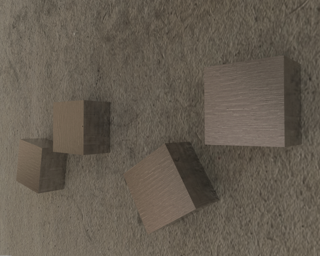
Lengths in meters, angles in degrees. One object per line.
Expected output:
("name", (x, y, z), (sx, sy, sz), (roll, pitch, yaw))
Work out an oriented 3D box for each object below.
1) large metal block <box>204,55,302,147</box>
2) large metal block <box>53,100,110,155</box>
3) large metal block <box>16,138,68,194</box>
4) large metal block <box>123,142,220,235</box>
("large metal block", (0.093, -0.023, 0.312), (0.080, 0.050, 0.080), (-1, 90, 40))
("large metal block", (-0.125, -0.001, 0.492), (0.080, 0.050, 0.079), (1, 91, 40))
("large metal block", (-0.217, 0.066, 0.568), (0.080, 0.050, 0.079), (12, 98, 39))
("large metal block", (0.012, 0.072, 0.379), (0.080, 0.050, 0.080), (-39, 66, 33))
